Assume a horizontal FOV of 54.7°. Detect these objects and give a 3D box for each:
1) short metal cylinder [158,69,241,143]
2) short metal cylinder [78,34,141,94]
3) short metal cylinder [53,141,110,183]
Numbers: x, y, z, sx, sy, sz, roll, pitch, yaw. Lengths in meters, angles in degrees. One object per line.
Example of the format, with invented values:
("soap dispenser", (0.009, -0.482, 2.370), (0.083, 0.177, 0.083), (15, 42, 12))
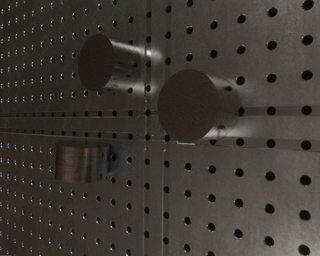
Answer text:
("short metal cylinder", (0.044, -0.024, 0.355), (0.080, 0.050, 0.079), (0, 90, 39))
("short metal cylinder", (-0.074, -0.091, 0.452), (0.080, 0.050, 0.079), (0, 90, 39))
("short metal cylinder", (-0.118, 0.049, 0.468), (0.080, 0.081, 0.050), (8, 95, 39))
